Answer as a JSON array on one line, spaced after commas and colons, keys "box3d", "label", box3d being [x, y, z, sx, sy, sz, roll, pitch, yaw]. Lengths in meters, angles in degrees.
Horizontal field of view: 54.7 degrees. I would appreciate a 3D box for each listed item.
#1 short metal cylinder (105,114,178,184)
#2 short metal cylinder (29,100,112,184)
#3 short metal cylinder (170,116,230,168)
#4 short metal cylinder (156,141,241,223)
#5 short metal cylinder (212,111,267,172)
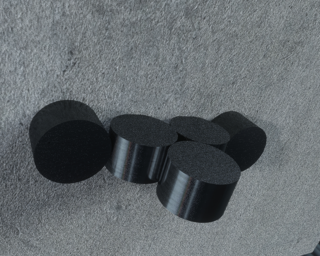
[{"box3d": [-0.024, 0.023, 0.374, 0.081, 0.080, 0.050, 0, 118, -29], "label": "short metal cylinder"}, {"box3d": [-0.101, 0.015, 0.346, 0.081, 0.050, 0.079, -14, 125, -21], "label": "short metal cylinder"}, {"box3d": [0.047, 0.023, 0.413, 0.081, 0.080, 0.050, 0, 118, -29], "label": "short metal cylinder"}, {"box3d": [0.041, 0.056, 0.340, 0.081, 0.080, 0.050, 0, 119, -29], "label": "short metal cylinder"}, {"box3d": [0.111, 0.021, 0.465, 0.081, 0.050, 0.079, -14, 125, -21], "label": "short metal cylinder"}]
